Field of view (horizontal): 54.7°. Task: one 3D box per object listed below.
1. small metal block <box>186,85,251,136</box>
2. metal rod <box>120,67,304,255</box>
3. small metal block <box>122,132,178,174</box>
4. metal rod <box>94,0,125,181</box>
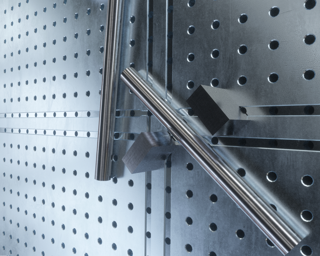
[{"bbox_3d":[0.064,-0.019,0.340,0.025,0.050,0.050,-49,61,29],"label":"small metal block"},{"bbox_3d":[0.042,0.019,0.374,0.300,0.025,0.025,48,118,29],"label":"metal rod"},{"bbox_3d":[-0.013,0.031,0.404,0.025,0.050,0.050,52,120,27],"label":"small metal block"},{"bbox_3d":[-0.076,-0.069,0.472,0.025,0.025,0.298,9,95,39],"label":"metal rod"}]
